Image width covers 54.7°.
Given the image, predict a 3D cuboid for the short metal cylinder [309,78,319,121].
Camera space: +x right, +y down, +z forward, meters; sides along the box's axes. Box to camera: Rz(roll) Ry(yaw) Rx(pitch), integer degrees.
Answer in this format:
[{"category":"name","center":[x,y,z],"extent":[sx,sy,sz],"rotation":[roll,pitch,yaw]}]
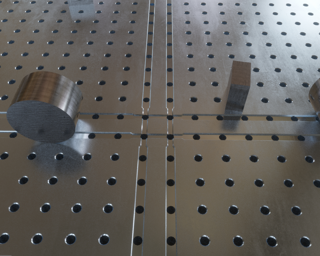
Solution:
[{"category":"short metal cylinder","center":[0.245,-0.035,0.403],"extent":[0.081,0.080,0.050],"rotation":[-2,50,-2]}]

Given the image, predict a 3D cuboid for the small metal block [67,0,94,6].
[{"category":"small metal block","center":[-0.167,-0.278,0.640],"extent":[0.050,0.025,0.050],"rotation":[-10,51,-8]}]

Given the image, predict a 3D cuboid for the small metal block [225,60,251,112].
[{"category":"small metal block","center":[0.111,-0.060,0.442],"extent":[0.025,0.050,0.050],"rotation":[9,51,7]}]

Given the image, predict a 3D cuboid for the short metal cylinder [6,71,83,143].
[{"category":"short metal cylinder","center":[-0.143,-0.025,0.391],"extent":[0.080,0.080,0.050],"rotation":[1,50,1]}]
